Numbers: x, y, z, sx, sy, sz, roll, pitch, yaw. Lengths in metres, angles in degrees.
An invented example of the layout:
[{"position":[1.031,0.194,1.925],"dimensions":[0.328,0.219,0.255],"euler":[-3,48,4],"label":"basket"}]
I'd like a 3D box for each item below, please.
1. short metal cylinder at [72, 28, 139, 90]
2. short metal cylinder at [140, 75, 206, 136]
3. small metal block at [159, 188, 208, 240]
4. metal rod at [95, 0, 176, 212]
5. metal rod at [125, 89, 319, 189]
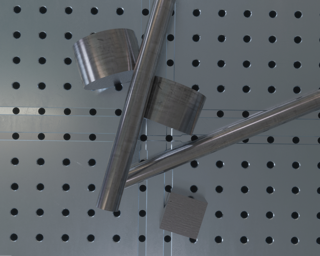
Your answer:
[{"position":[-0.062,-0.083,0.385],"dimensions":[0.080,0.080,0.050],"euler":[-17,90,0],"label":"short metal cylinder"},{"position":[0.011,-0.028,0.386],"dimensions":[0.080,0.080,0.050],"euler":[21,90,0],"label":"short metal cylinder"},{"position":[0.031,0.114,0.414],"dimensions":[0.050,0.025,0.050],"euler":[17,90,0],"label":"small metal block"},{"position":[-0.019,-0.057,0.349],"dimensions":[0.025,0.025,0.299],"euler":[15,83,0],"label":"metal rod"},{"position":[0.084,0.014,0.414],"dimensions":[0.301,0.025,0.025],"euler":[-22,90,0],"label":"metal rod"}]
